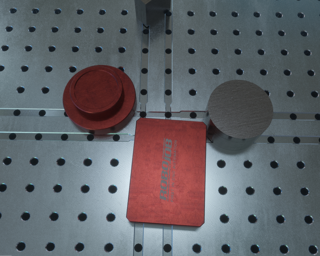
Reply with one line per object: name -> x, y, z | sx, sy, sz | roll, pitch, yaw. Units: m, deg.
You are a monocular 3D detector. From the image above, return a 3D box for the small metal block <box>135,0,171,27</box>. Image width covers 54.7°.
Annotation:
small metal block -> -0.010, -0.190, 0.468 | 0.050, 0.050, 0.025 | -40, 75, -14

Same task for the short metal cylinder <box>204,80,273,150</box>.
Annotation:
short metal cylinder -> 0.100, -0.016, 0.406 | 0.081, 0.050, 0.080 | 0, 70, 0

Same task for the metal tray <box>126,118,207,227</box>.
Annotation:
metal tray -> 0.010, 0.055, 0.389 | 0.091, 0.030, 0.130 | 4, 70, 1

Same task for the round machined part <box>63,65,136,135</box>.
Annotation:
round machined part -> -0.082, -0.044, 0.418 | 0.099, 0.042, 0.098 | 0, 70, -1
